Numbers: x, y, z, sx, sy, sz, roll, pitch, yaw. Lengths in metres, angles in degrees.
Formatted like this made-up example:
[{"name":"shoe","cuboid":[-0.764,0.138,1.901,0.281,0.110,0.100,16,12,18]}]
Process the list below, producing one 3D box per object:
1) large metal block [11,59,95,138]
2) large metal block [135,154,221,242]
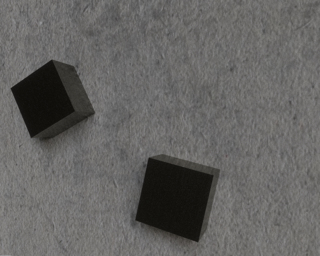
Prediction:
[{"name":"large metal block","cuboid":[-0.154,-0.040,0.448,0.080,0.050,0.080,-28,81,17]},{"name":"large metal block","cuboid":[0.023,0.083,0.387,0.080,0.050,0.079,13,95,19]}]
